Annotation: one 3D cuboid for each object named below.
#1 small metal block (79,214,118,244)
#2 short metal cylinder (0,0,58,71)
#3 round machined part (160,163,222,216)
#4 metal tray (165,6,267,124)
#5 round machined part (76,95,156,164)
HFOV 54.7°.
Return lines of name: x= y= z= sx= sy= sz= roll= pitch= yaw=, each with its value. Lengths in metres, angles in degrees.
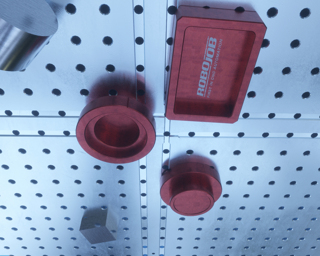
small metal block: x=-0.112 y=0.186 z=0.569 sx=0.050 sy=0.025 sz=0.050 roll=-13 pitch=129 yaw=10
short metal cylinder: x=-0.145 y=-0.100 z=0.288 sx=0.080 sy=0.080 sz=0.050 roll=37 pitch=121 yaw=-27
round machined part: x=0.049 y=0.103 z=0.489 sx=0.099 sy=0.042 sz=0.097 roll=-1 pitch=130 yaw=0
metal tray: x=0.056 y=-0.066 z=0.353 sx=0.091 sy=0.030 sz=0.129 roll=3 pitch=130 yaw=-4
round machined part: x=-0.054 y=-0.002 z=0.398 sx=0.099 sy=0.042 sz=0.097 roll=0 pitch=130 yaw=0
